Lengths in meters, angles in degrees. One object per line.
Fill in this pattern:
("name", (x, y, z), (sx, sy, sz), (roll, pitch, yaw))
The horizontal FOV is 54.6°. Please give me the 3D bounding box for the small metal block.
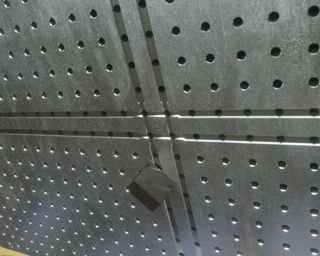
("small metal block", (-0.013, 0.085, 0.455), (0.050, 0.050, 0.025), (42, 129, -1))
